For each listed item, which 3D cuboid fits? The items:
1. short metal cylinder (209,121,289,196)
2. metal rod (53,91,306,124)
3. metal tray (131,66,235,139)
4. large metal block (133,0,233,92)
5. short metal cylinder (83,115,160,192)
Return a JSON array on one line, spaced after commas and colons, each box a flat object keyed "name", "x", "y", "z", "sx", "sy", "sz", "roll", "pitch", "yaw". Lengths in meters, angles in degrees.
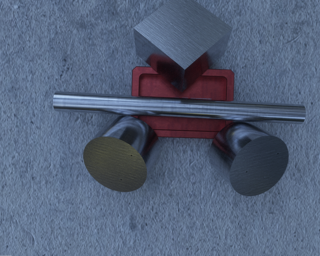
[{"name": "short metal cylinder", "x": 0.109, "y": 0.036, "z": 0.383, "sx": 0.081, "sy": 0.050, "sz": 0.079, "roll": -8, "pitch": 114, "yaw": -18}, {"name": "metal rod", "x": 0.024, "y": -0.025, "z": 0.381, "sx": 0.302, "sy": 0.025, "sz": 0.025, "roll": 3, "pitch": 90, "yaw": -1}, {"name": "metal tray", "x": 0.029, "y": -0.032, "z": 0.409, "sx": 0.131, "sy": 0.030, "sz": 0.089, "roll": 2, "pitch": 90, "yaw": 0}, {"name": "large metal block", "x": 0.026, "y": -0.105, "z": 0.377, "sx": 0.080, "sy": 0.050, "sz": 0.080, "roll": 42, "pitch": 73, "yaw": 15}, {"name": "short metal cylinder", "x": -0.045, "y": 0.031, "z": 0.380, "sx": 0.080, "sy": 0.050, "sz": 0.079, "roll": 9, "pitch": 123, "yaw": 15}]
